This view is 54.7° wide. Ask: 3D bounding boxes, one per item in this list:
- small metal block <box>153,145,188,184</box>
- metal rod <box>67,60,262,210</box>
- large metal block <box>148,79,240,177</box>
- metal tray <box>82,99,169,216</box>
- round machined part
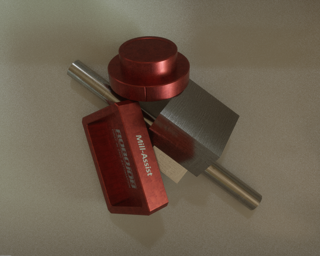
[{"bbox_3d":[0.008,0.042,0.397,0.050,0.050,0.025,38,90,-1],"label":"small metal block"},{"bbox_3d":[0.007,0.010,0.410,0.301,0.025,0.025,37,90,-1],"label":"metal rod"},{"bbox_3d":[0.040,-0.002,0.378,0.080,0.050,0.080,37,47,0],"label":"large metal block"},{"bbox_3d":[-0.046,0.038,0.378,0.030,0.090,0.129,-17,90,-41],"label":"metal tray"},{"bbox_3d":[-0.013,-0.077,0.371,0.099,0.098,0.042,-2,131,-1],"label":"round machined part"}]
